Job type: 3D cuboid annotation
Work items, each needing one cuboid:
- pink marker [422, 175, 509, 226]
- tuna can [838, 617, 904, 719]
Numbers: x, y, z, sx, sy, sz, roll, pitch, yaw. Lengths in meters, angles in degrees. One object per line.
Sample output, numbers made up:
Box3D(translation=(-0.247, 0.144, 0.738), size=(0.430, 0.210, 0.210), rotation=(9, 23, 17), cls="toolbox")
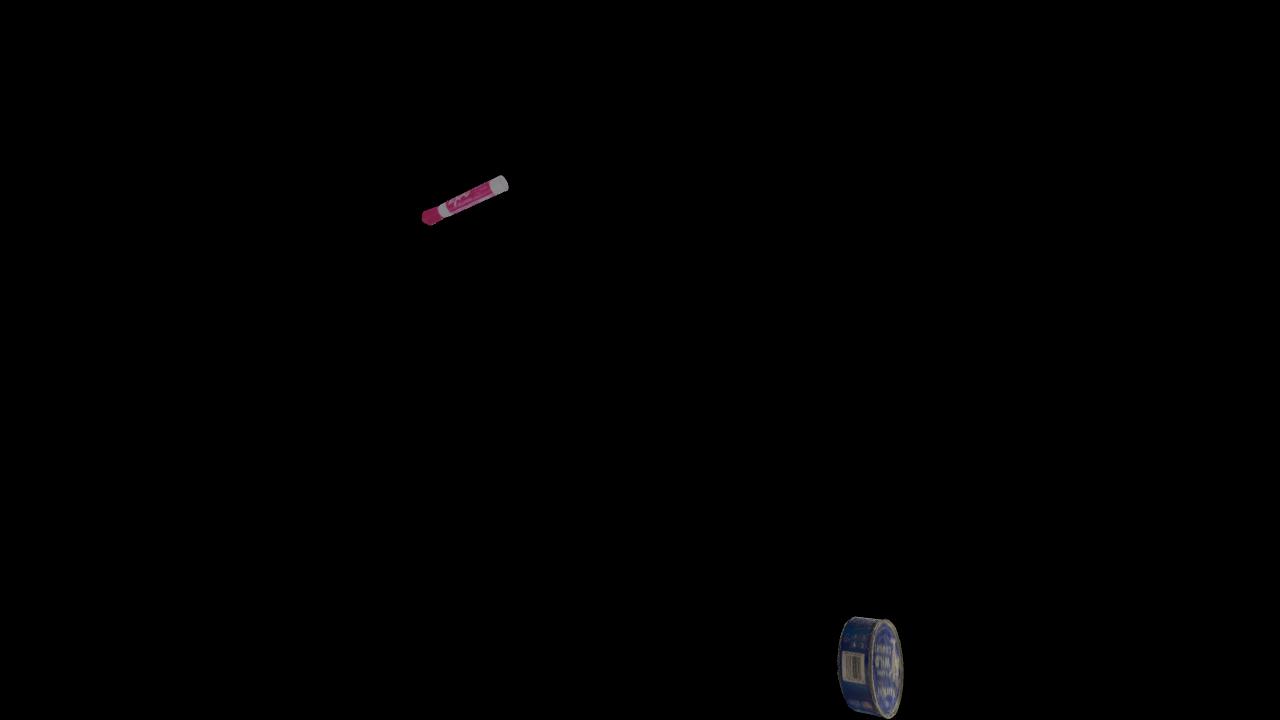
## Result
Box3D(translation=(-0.214, -0.191, 0.743), size=(0.121, 0.020, 0.020), rotation=(-18, -6, 19), cls="pink marker")
Box3D(translation=(0.217, 0.288, 0.579), size=(0.034, 0.084, 0.084), rotation=(-11, -7, 38), cls="tuna can")
